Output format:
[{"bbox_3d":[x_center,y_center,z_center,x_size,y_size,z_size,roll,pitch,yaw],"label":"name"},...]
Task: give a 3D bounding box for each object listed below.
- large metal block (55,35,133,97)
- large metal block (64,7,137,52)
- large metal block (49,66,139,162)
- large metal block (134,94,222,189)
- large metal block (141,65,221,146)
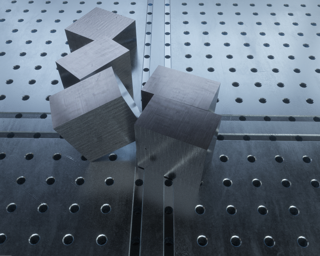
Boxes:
[{"bbox_3d":[-0.086,-0.067,0.428,0.050,0.080,0.080,36,59,26],"label":"large metal block"},{"bbox_3d":[-0.096,-0.151,0.517,0.080,0.050,0.080,25,54,19],"label":"large metal block"},{"bbox_3d":[-0.071,-0.013,0.368,0.080,0.080,0.050,-25,52,4],"label":"large metal block"},{"bbox_3d":[0.020,0.017,0.358,0.080,0.080,0.050,19,53,15],"label":"large metal block"},{"bbox_3d":[0.025,-0.023,0.392,0.080,0.080,0.050,19,52,14],"label":"large metal block"}]
